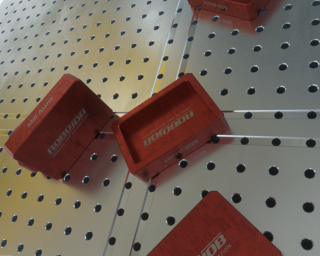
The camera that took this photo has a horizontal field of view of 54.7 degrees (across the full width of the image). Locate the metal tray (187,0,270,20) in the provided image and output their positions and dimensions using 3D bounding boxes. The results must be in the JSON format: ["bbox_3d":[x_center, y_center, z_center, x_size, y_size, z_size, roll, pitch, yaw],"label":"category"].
[{"bbox_3d":[0.112,-0.223,0.481,0.130,0.030,0.090,32,79,37],"label":"metal tray"}]

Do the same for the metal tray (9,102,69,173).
[{"bbox_3d":[-0.172,-0.005,0.487,0.130,0.030,0.090,-45,45,-3],"label":"metal tray"}]

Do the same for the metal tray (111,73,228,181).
[{"bbox_3d":[0.009,-0.003,0.400,0.130,0.030,0.090,-33,52,6],"label":"metal tray"}]

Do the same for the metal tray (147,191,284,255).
[{"bbox_3d":[0.041,0.137,0.299,0.130,0.030,0.090,-45,51,-3],"label":"metal tray"}]

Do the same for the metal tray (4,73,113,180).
[{"bbox_3d":[-0.136,0.000,0.435,0.030,0.090,0.130,29,78,37],"label":"metal tray"}]
